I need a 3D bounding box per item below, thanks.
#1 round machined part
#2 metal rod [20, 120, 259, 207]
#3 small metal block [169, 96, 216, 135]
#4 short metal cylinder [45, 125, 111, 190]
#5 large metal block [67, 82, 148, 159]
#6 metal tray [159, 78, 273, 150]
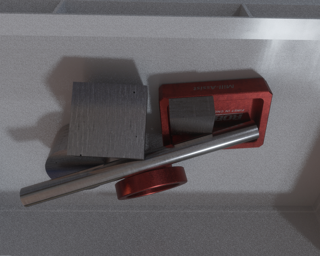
[{"bbox_3d":[-0.015,0.067,0.432,0.099,0.042,0.098,-14,164,-4],"label":"round machined part"},{"bbox_3d":[-0.024,0.044,0.390,0.302,0.025,0.025,-16,129,-1],"label":"metal rod"},{"bbox_3d":[0.037,-0.014,0.368,0.050,0.025,0.050,-3,156,3],"label":"small metal block"},{"bbox_3d":[-0.108,0.040,0.422,0.081,0.050,0.079,0,130,0],"label":"short metal cylinder"},{"bbox_3d":[-0.056,-0.006,0.355,0.081,0.080,0.050,3,172,-2],"label":"large metal block"},{"bbox_3d":[0.067,-0.014,0.392,0.131,0.030,0.089,-4,130,2],"label":"metal tray"}]
